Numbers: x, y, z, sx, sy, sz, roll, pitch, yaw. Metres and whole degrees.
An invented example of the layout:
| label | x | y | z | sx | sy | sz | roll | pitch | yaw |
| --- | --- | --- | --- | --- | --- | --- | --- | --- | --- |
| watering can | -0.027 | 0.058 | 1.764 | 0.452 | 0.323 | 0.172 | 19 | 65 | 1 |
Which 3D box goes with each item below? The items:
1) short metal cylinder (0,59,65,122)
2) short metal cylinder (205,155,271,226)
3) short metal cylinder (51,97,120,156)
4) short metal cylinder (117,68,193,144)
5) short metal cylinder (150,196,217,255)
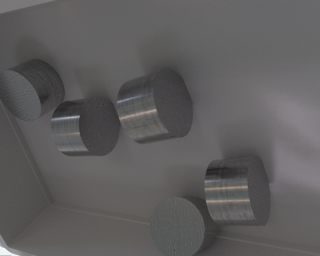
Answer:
| label | x | y | z | sx | sy | sz | roll | pitch | yaw |
| --- | --- | --- | --- | --- | --- | --- | --- | --- | --- |
| short metal cylinder | -0.190 | -0.056 | 0.459 | 0.080 | 0.050 | 0.079 | 13 | 124 | 21 |
| short metal cylinder | 0.094 | 0.075 | 0.370 | 0.050 | 0.080 | 0.080 | -11 | 113 | 33 |
| short metal cylinder | -0.101 | -0.001 | 0.426 | 0.050 | 0.080 | 0.080 | -4 | 117 | 30 |
| short metal cylinder | -0.004 | -0.024 | 0.360 | 0.050 | 0.080 | 0.080 | -13 | 112 | 33 |
| short metal cylinder | 0.033 | 0.137 | 0.435 | 0.080 | 0.050 | 0.080 | -5 | 78 | 27 |
